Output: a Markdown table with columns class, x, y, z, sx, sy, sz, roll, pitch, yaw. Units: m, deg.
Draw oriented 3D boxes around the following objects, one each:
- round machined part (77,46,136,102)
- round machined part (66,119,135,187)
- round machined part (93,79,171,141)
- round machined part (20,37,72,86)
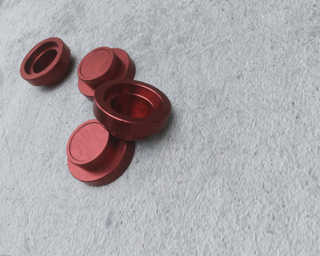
| class | x | y | z | sx | sy | sz | roll | pitch | yaw |
| --- | --- | --- | --- | --- | --- | --- | --- | --- | --- |
| round machined part | -0.092 | -0.091 | 0.498 | 0.098 | 0.042 | 0.098 | -13 | 56 | 21 |
| round machined part | -0.087 | 0.027 | 0.423 | 0.098 | 0.042 | 0.098 | -13 | 56 | 21 |
| round machined part | -0.038 | -0.020 | 0.404 | 0.099 | 0.042 | 0.098 | 10 | 37 | -8 |
| round machined part | -0.205 | -0.117 | 0.572 | 0.098 | 0.042 | 0.098 | -13 | 56 | 21 |
